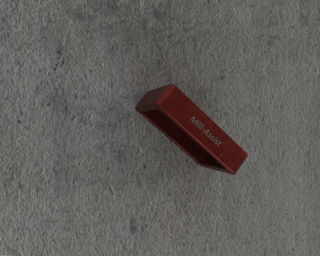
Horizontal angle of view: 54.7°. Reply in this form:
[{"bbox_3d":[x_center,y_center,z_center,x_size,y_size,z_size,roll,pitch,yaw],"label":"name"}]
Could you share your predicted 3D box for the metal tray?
[{"bbox_3d":[0.036,0.003,0.390,0.130,0.090,0.030,41,77,-16],"label":"metal tray"}]
